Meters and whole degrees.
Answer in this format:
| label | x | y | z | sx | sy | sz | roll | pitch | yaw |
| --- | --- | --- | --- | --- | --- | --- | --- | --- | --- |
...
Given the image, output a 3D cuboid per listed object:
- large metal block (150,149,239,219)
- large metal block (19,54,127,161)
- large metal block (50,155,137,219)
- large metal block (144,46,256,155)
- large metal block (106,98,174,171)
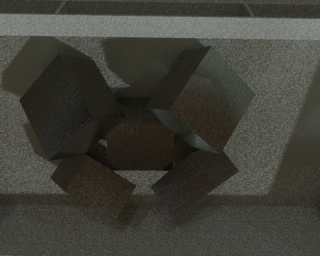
| label | x | y | z | sx | sy | sz | roll | pitch | yaw |
| --- | --- | --- | --- | --- | --- | --- | --- | --- | --- |
| large metal block | 0.048 | 0.069 | 0.421 | 0.080 | 0.050 | 0.081 | -44 | 163 | 30 |
| large metal block | -0.097 | -0.021 | 0.341 | 0.080 | 0.080 | 0.050 | -38 | 164 | 27 |
| large metal block | -0.093 | 0.074 | 0.425 | 0.080 | 0.050 | 0.080 | 38 | 165 | -28 |
| large metal block | 0.045 | -0.030 | 0.338 | 0.080 | 0.050 | 0.080 | 39 | 76 | -28 |
| large metal block | -0.024 | 0.009 | 0.397 | 0.081 | 0.050 | 0.079 | 0 | 130 | -1 |
